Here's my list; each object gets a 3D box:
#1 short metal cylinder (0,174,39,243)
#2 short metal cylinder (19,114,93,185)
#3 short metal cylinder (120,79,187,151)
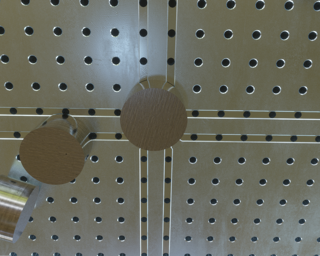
[{"bbox_3d":[-0.207,0.109,0.422,0.050,0.080,0.079,20,109,-7],"label":"short metal cylinder"},{"bbox_3d":[-0.134,0.027,0.409,0.081,0.050,0.079,0,110,0],"label":"short metal cylinder"},{"bbox_3d":[-0.007,-0.017,0.393,0.081,0.050,0.079,0,110,0],"label":"short metal cylinder"}]
